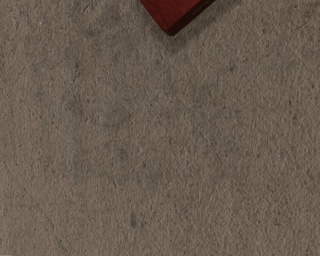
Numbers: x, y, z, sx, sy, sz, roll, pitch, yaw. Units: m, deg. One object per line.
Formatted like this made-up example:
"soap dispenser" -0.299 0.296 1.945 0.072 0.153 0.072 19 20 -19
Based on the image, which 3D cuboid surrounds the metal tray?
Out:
"metal tray" 0.034 -0.194 0.394 0.130 0.030 0.090 -38 78 15
